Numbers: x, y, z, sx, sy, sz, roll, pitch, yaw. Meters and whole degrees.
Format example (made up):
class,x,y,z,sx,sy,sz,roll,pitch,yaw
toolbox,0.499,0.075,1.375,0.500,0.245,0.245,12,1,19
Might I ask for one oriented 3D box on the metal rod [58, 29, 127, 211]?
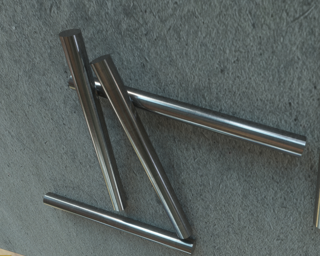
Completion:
class,x,y,z,sx,sy,sz,roll,pitch,yaw
metal rod,-0.084,0.012,0.435,0.025,0.025,0.298,10,130,23

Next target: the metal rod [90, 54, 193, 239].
class,x,y,z,sx,sy,sz,roll,pitch,yaw
metal rod,-0.014,0.043,0.419,0.025,0.025,0.299,-6,122,31

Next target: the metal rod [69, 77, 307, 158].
class,x,y,z,sx,sy,sz,roll,pitch,yaw
metal rod,0.019,-0.022,0.383,0.301,0.025,0.025,18,125,18

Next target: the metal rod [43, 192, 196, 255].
class,x,y,z,sx,sy,sz,roll,pitch,yaw
metal rod,-0.083,0.165,0.552,0.301,0.025,0.025,11,123,22

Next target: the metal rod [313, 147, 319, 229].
class,x,y,z,sx,sy,sz,roll,pitch,yaw
metal rod,0.175,-0.016,0.304,0.025,0.025,0.298,4,121,26
